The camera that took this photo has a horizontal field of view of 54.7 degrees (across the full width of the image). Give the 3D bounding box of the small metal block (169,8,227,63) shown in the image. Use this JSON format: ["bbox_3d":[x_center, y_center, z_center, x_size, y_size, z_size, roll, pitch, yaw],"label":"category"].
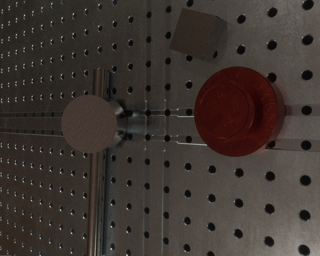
[{"bbox_3d":[0.045,-0.111,0.371,0.050,0.025,0.050,30,108,35],"label":"small metal block"}]

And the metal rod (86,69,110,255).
[{"bbox_3d":[-0.098,0.059,0.487,0.025,0.025,0.298,5,93,39],"label":"metal rod"}]

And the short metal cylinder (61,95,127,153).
[{"bbox_3d":[-0.093,-0.006,0.445,0.080,0.050,0.079,0,92,9],"label":"short metal cylinder"}]

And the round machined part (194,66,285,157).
[{"bbox_3d":[0.077,-0.017,0.333,0.098,0.042,0.097,0,90,39],"label":"round machined part"}]
